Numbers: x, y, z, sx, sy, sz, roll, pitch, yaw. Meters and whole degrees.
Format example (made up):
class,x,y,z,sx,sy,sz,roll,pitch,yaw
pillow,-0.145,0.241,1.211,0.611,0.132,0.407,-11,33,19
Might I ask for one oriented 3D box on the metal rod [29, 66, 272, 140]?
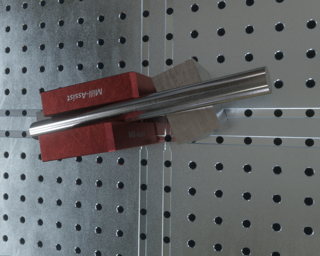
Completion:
class,x,y,z,sx,sy,sz,roll,pitch,yaw
metal rod,-0.034,-0.019,0.343,0.300,0.025,0.025,-10,87,28

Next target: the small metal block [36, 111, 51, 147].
class,x,y,z,sx,sy,sz,roll,pitch,yaw
small metal block,-0.150,0.000,0.450,0.025,0.050,0.050,-9,87,19

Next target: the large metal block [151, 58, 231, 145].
class,x,y,z,sx,sy,sz,roll,pitch,yaw
large metal block,0.040,-0.028,0.367,0.050,0.080,0.080,-24,82,18

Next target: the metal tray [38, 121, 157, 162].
class,x,y,z,sx,sy,sz,roll,pitch,yaw
metal tray,-0.069,0.015,0.380,0.090,0.130,0.030,-10,87,19

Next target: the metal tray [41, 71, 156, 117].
class,x,y,z,sx,sy,sz,roll,pitch,yaw
metal tray,-0.072,-0.039,0.401,0.130,0.090,0.030,-9,88,19
